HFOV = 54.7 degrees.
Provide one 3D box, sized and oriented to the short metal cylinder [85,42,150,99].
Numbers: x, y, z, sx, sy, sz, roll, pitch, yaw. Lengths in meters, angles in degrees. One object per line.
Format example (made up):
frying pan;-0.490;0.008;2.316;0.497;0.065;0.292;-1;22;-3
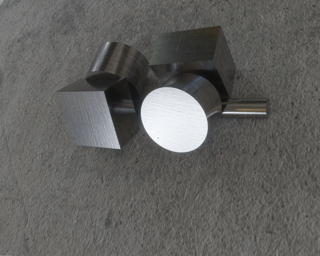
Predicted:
short metal cylinder;-0.061;-0.078;0.449;0.080;0.080;0.050;4;64;30

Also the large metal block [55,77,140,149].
large metal block;-0.082;-0.021;0.418;0.080;0.080;0.050;3;29;29

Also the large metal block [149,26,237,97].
large metal block;0.045;-0.077;0.393;0.080;0.080;0.050;2;63;29

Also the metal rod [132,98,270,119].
metal rod;-0.007;-0.028;0.428;0.300;0.025;0.025;3;63;29

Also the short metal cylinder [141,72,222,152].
short metal cylinder;0.025;-0.019;0.360;0.080;0.080;0.050;2;28;29
